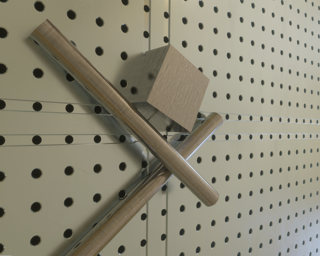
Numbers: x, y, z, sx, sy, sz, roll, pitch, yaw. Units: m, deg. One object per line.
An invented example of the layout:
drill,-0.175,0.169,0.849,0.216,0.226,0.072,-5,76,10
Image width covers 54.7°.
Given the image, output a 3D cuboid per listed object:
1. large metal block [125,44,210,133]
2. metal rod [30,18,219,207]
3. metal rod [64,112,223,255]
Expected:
large metal block,0.010,-0.048,0.403,0.080,0.050,0.080,34,69,-35
metal rod,-0.025,-0.002,0.368,0.300,0.025,0.025,46,62,-23
metal rod,-0.007,0.070,0.404,0.302,0.025,0.025,-41,116,-32
